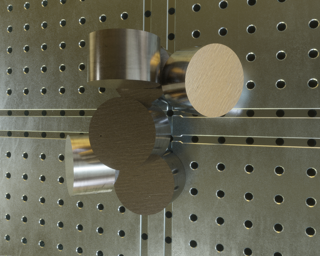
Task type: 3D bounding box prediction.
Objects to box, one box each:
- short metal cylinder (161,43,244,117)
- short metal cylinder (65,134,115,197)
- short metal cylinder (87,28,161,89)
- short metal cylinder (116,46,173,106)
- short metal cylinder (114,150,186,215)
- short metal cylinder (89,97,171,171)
[{"bbox_3d":[0.049,-0.055,0.359,0.050,0.081,0.079,16,97,60],"label":"short metal cylinder"},{"bbox_3d":[-0.095,0.048,0.411,0.050,0.080,0.080,-2,89,-24],"label":"short metal cylinder"},{"bbox_3d":[-0.040,-0.073,0.343,0.080,0.080,0.050,1,90,20],"label":"short metal cylinder"},{"bbox_3d":[-0.015,-0.069,0.404,0.080,0.050,0.079,0,91,20],"label":"short metal cylinder"},{"bbox_3d":[-0.012,0.067,0.403,0.080,0.050,0.079,0,91,19],"label":"short metal cylinder"},{"bbox_3d":[-0.033,0.006,0.357,0.080,0.050,0.079,0,90,20],"label":"short metal cylinder"}]
